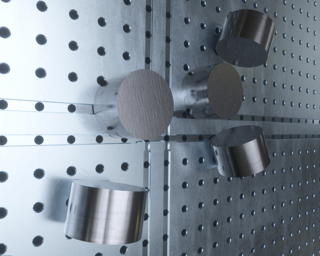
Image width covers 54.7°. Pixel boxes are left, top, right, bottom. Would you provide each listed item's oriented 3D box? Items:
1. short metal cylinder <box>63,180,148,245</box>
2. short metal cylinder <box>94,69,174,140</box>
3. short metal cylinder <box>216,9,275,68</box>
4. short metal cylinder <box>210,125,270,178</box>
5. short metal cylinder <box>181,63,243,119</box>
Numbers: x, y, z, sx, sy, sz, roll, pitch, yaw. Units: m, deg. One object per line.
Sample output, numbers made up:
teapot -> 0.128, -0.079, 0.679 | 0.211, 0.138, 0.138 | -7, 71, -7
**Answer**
short metal cylinder -> -0.056, 0.085, 0.326 | 0.081, 0.080, 0.050 | 12, 82, -39
short metal cylinder -> -0.030, -0.026, 0.367 | 0.081, 0.050, 0.079 | 0, 90, -40
short metal cylinder -> 0.133, -0.138, 0.484 | 0.080, 0.080, 0.050 | 31, 71, -36
short metal cylinder -> 0.123, 0.034, 0.476 | 0.081, 0.080, 0.050 | -30, 109, -36
short metal cylinder -> 0.078, -0.053, 0.457 | 0.081, 0.050, 0.079 | 0, 90, -40
